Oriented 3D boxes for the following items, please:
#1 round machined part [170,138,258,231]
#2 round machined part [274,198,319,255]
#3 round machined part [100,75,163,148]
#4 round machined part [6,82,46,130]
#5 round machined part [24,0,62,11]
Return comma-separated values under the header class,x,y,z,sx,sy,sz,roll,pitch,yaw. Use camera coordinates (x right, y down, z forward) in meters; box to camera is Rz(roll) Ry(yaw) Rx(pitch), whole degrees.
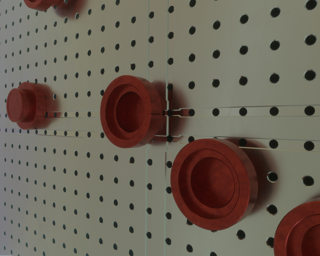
class,x,y,z,sx,sy,sz,roll,pitch,yaw
round machined part,0.063,0.060,0.347,0.098,0.042,0.097,0,90,40
round machined part,0.156,0.109,0.270,0.098,0.042,0.097,0,90,40
round machined part,-0.035,-0.022,0.428,0.098,0.042,0.097,0,90,40
round machined part,-0.275,-0.045,0.628,0.098,0.042,0.097,0,90,40
round machined part,-0.213,-0.266,0.576,0.098,0.042,0.097,0,90,40
